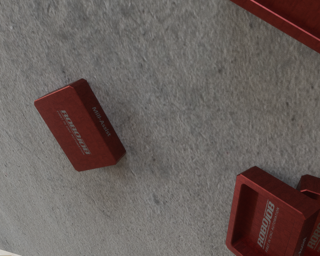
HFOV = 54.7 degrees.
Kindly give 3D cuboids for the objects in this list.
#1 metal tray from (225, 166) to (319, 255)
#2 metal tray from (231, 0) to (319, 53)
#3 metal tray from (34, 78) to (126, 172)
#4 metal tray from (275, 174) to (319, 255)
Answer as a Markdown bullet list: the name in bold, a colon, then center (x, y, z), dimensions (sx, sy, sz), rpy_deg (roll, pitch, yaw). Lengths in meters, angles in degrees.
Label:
- **metal tray**: center (0.131, 0.123, 0.380), dimensions (0.090, 0.030, 0.129), rpy_deg (33, 132, 44)
- **metal tray**: center (0.125, -0.127, 0.258), dimensions (0.130, 0.030, 0.089), rpy_deg (33, 129, 5)
- **metal tray**: center (-0.119, 0.000, 0.464), dimensions (0.090, 0.030, 0.129), rpy_deg (-15, 111, 33)
- **metal tray**: center (0.199, 0.126, 0.376), dimensions (0.090, 0.030, 0.129), rpy_deg (17, 125, 17)
